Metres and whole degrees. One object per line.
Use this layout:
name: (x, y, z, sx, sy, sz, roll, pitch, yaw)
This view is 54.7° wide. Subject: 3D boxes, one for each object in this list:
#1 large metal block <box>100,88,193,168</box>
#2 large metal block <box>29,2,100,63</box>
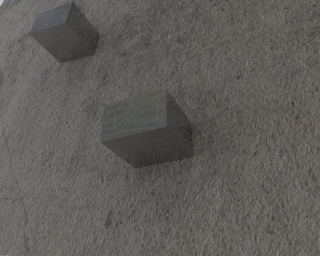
large metal block: (-0.013, 0.004, 0.373, 0.080, 0.080, 0.050, -13, 56, 21)
large metal block: (-0.170, -0.170, 0.563, 0.080, 0.080, 0.050, -7, 59, 24)
